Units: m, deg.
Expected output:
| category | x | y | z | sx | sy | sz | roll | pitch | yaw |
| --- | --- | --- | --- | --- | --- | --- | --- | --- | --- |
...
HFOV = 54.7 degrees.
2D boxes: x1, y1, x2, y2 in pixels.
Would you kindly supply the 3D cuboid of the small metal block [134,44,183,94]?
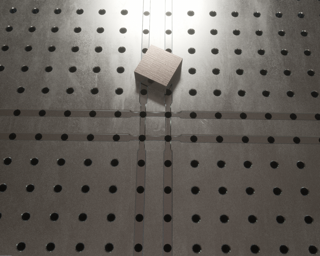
| category | x | y | z | sx | sy | sz | roll | pitch | yaw |
| --- | --- | --- | --- | --- | --- | --- | --- | --- | --- |
| small metal block | -0.002 | -0.084 | 0.442 | 0.050 | 0.025 | 0.050 | 26 | 72 | 9 |
